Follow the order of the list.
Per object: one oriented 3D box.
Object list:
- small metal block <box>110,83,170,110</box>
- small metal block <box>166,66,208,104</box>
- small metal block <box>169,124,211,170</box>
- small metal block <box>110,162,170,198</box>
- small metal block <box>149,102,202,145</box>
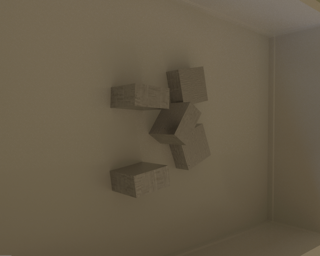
[{"bbox_3d":[-0.024,-0.036,0.372,0.050,0.050,0.025,2,89,-40],"label":"small metal block"},{"bbox_3d":[0.039,-0.059,0.442,0.050,0.025,0.050,-16,100,-39],"label":"small metal block"},{"bbox_3d":[0.042,0.026,0.445,0.050,0.025,0.050,-27,108,-37],"label":"small metal block"},{"bbox_3d":[-0.024,0.060,0.372,0.050,0.050,0.025,-11,98,-40],"label":"small metal block"},{"bbox_3d":[0.020,-0.006,0.409,0.025,0.050,0.050,42,65,-33],"label":"small metal block"}]
